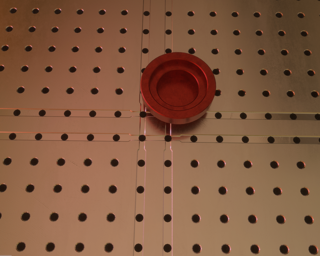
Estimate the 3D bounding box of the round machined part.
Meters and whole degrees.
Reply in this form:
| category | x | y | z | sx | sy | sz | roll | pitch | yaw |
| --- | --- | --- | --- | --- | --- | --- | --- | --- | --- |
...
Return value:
| category | x | y | z | sx | sy | sz | roll | pitch | yaw |
| --- | --- | --- | --- | --- | --- | --- | --- | --- | --- |
| round machined part | 0.024 | -0.050 | 0.421 | 0.099 | 0.042 | 0.098 | 0 | 70 | -1 |
